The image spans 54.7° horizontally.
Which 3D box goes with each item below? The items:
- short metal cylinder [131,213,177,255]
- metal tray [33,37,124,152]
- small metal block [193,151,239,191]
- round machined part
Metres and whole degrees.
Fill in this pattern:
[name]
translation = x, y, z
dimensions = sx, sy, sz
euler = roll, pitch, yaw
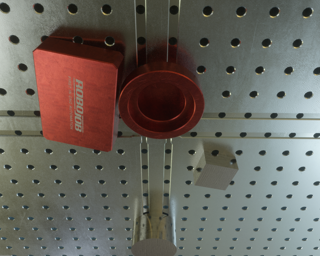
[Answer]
[short metal cylinder]
translation = -0.010, 0.200, 0.565
dimensions = 0.081, 0.050, 0.079
euler = 0, 130, 0
[metal tray]
translation = -0.095, -0.034, 0.370
dimensions = 0.091, 0.030, 0.129
euler = 12, 130, 0
[small metal block]
translation = 0.083, 0.065, 0.468
dimensions = 0.050, 0.025, 0.050
euler = 11, 129, -10
[round machined part]
translation = 0.002, -0.036, 0.370
dimensions = 0.099, 0.042, 0.097
euler = 0, 131, 0
